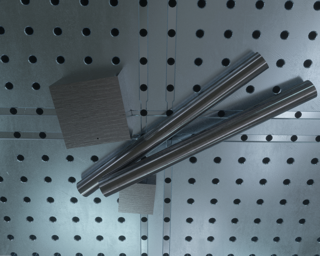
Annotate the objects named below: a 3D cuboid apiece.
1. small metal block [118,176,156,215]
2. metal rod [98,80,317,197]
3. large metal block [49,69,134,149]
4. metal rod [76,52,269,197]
[{"bbox_3d":[-0.033,0.096,0.448,0.050,0.025,0.050,5,110,-2],"label":"small metal block"},{"bbox_3d":[0.059,0.016,0.406,0.301,0.025,0.025,-26,108,4],"label":"metal rod"},{"bbox_3d":[-0.082,-0.025,0.390,0.080,0.050,0.079,-8,110,3],"label":"large metal block"},{"bbox_3d":[0.008,0.002,0.414,0.300,0.025,0.025,-36,106,12],"label":"metal rod"}]
